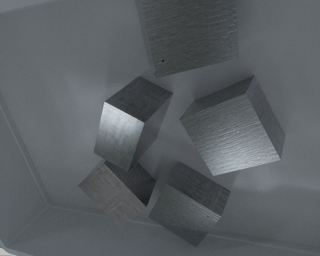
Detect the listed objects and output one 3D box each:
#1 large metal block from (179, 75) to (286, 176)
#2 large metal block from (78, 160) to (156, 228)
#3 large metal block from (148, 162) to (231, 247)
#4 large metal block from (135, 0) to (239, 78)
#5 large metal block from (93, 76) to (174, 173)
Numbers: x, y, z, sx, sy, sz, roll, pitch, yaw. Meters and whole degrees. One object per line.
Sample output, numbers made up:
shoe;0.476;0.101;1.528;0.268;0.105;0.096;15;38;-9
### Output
large metal block;0.082;0.000;0.348;0.080;0.050;0.080;-22;107;35
large metal block;-0.057;0.079;0.442;0.050;0.080;0.080;-41;96;16
large metal block;0.040;0.108;0.437;0.080;0.050;0.079;30;128;8
large metal block;0.024;-0.101;0.291;0.081;0.050;0.079;-14;119;-4
large metal block;-0.033;-0.006;0.385;0.050;0.080;0.079;28;128;10
